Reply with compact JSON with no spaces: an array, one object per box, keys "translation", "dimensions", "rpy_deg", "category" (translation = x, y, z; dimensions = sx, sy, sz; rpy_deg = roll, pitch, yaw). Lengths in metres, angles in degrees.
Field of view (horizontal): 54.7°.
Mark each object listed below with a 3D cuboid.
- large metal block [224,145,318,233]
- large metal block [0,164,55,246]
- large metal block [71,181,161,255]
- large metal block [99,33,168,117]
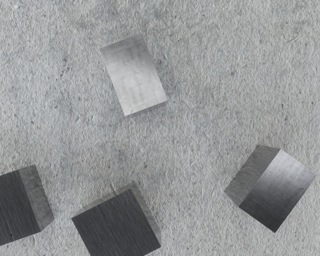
[{"translation":[0.131,0.070,0.383],"dimensions":[0.050,0.080,0.080],"rpy_deg":[36,90,0],"category":"large metal block"},{"translation":[-0.194,0.100,0.396],"dimensions":[0.080,0.050,0.080],"rpy_deg":[-19,90,0],"category":"large metal block"},{"translation":[-0.052,0.126,0.397],"dimensions":[0.080,0.050,0.080],"rpy_deg":[-27,90,0],"category":"large metal block"},{"translation":[-0.029,-0.059,0.382],"dimensions":[0.050,0.080,0.080],"rpy_deg":[-21,90,0],"category":"large metal block"}]
